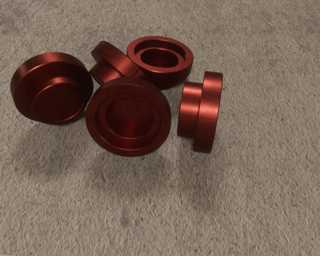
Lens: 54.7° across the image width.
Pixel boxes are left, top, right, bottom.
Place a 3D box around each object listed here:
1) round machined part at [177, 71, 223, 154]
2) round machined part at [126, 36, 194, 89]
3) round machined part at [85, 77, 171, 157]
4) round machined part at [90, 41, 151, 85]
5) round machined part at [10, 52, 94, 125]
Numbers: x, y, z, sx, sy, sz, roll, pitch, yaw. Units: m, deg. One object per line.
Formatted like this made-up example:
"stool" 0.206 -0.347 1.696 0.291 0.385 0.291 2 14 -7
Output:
"round machined part" 0.047 -0.020 0.374 0.042 0.097 0.098 9 51 7
"round machined part" -0.002 -0.095 0.466 0.099 0.042 0.098 5 45 -5
"round machined part" -0.036 -0.016 0.373 0.099 0.097 0.042 2 31 1
"round machined part" -0.056 -0.067 0.417 0.098 0.098 0.042 38 83 27
"round machined part" -0.131 -0.042 0.390 0.099 0.097 0.042 -22 54 -18
